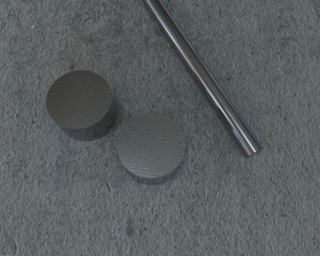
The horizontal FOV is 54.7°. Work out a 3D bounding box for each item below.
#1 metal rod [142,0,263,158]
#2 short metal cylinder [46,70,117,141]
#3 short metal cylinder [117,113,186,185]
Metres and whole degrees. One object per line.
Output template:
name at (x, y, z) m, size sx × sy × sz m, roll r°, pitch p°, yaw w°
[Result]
metal rod at (0.050, -0.091, 0.441) m, size 0.025 × 0.025 × 0.299 m, roll -27°, pitch 72°, yaw -10°
short metal cylinder at (-0.100, -0.028, 0.404) m, size 0.081 × 0.050 × 0.080 m, roll 0°, pitch 70°, yaw 0°
short metal cylinder at (-0.010, 0.027, 0.385) m, size 0.081 × 0.050 × 0.080 m, roll 0°, pitch 70°, yaw 0°
